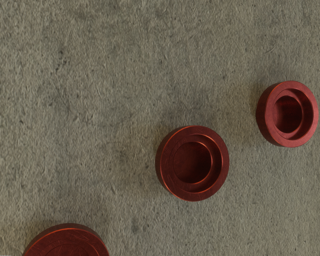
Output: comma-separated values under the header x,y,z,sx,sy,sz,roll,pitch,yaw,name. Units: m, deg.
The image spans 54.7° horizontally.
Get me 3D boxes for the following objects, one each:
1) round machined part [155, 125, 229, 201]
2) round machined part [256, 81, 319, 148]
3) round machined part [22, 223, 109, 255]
x,y,z,sx,sy,sz,roll,pitch,yaw,name
0.039,0.045,0.414,0.099,0.042,0.097,0,90,-20,round machined part
0.186,-0.020,0.468,0.099,0.042,0.097,0,90,-20,round machined part
-0.110,0.159,0.360,0.099,0.042,0.097,0,90,-20,round machined part
